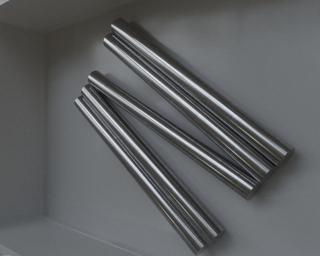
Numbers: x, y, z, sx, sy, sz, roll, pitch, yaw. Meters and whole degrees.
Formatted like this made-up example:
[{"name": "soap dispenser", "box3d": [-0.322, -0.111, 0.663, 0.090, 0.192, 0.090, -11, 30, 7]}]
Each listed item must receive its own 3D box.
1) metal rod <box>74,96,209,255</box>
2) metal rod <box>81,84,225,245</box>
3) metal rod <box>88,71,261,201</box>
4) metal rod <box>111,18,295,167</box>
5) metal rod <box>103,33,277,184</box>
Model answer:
[{"name": "metal rod", "box3d": [-0.040, 0.049, 0.438, 0.300, 0.025, 0.025, 46, 117, 30]}, {"name": "metal rod", "box3d": [-0.026, 0.032, 0.427, 0.300, 0.025, 0.025, 46, 117, 30]}, {"name": "metal rod", "box3d": [-0.002, -0.007, 0.407, 0.300, 0.025, 0.025, 36, 112, 34]}, {"name": "metal rod", "box3d": [0.031, -0.061, 0.380, 0.300, 0.025, 0.025, 44, 117, 31]}, {"name": "metal rod", "box3d": [0.018, -0.042, 0.390, 0.300, 0.025, 0.025, 44, 117, 31]}]
